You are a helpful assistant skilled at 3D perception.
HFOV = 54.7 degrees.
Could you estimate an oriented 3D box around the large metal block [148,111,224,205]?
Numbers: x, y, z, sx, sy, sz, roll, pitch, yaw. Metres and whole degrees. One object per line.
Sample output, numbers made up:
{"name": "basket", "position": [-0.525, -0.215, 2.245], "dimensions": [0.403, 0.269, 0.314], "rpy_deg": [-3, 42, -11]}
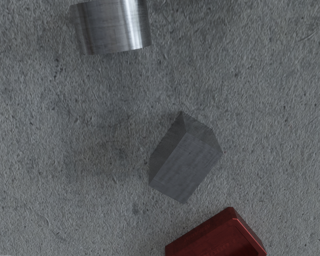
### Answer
{"name": "large metal block", "position": [0.029, 0.035, 0.394], "dimensions": [0.050, 0.080, 0.080], "rpy_deg": [31, 107, -11]}

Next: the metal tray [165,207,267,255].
{"name": "metal tray", "position": [0.084, 0.191, 0.478], "dimensions": [0.130, 0.030, 0.090], "rpy_deg": [-36, 106, 12]}

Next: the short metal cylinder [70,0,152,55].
{"name": "short metal cylinder", "position": [-0.052, -0.112, 0.339], "dimensions": [0.080, 0.080, 0.050], "rpy_deg": [-7, 110, 2]}
